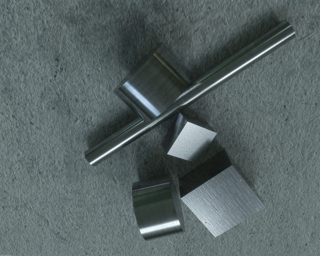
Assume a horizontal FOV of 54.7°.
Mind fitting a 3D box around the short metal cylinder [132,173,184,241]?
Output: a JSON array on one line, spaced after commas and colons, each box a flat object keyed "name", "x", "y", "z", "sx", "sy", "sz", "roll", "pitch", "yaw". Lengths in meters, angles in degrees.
[{"name": "short metal cylinder", "x": -0.001, "y": 0.106, "z": 0.420, "sx": 0.050, "sy": 0.080, "sz": 0.080, "roll": -15, "pitch": 110, "yaw": 5}]

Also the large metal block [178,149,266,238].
[{"name": "large metal block", "x": 0.083, "y": 0.090, "z": 0.430, "sx": 0.080, "sy": 0.050, "sz": 0.080, "roll": -36, "pitch": 106, "yaw": 12}]

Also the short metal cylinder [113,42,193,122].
[{"name": "short metal cylinder", "x": -0.008, "y": -0.053, "z": 0.361, "sx": 0.080, "sy": 0.080, "sz": 0.050, "roll": -42, "pitch": 105, "yaw": 14}]

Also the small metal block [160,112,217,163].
[{"name": "small metal block", "x": 0.037, "y": 0.014, "z": 0.406, "sx": 0.050, "sy": 0.025, "sz": 0.050, "roll": 20, "pitch": 111, "yaw": -31}]

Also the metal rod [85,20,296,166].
[{"name": "metal rod", "x": 0.029, "y": -0.038, "z": 0.395, "sx": 0.300, "sy": 0.025, "sz": 0.025, "roll": -33, "pitch": 107, "yaw": 11}]
